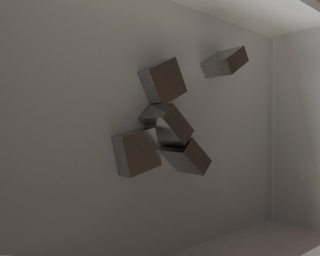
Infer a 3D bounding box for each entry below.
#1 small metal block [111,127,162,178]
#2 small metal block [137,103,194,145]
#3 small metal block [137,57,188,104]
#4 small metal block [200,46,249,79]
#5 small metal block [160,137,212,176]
[{"bbox_3d":[-0.029,0.029,0.385,0.050,0.025,0.050,-17,101,-39],"label":"small metal block"},{"bbox_3d":[0.007,-0.004,0.398,0.050,0.050,0.025,50,60,-29],"label":"small metal block"},{"bbox_3d":[0.004,-0.061,0.412,0.050,0.025,0.050,-33,111,-35],"label":"small metal block"},{"bbox_3d":[0.099,-0.101,0.476,0.050,0.050,0.025,-38,114,-34],"label":"small metal block"},{"bbox_3d":[0.033,0.037,0.421,0.050,0.050,0.025,49,61,-30],"label":"small metal block"}]
